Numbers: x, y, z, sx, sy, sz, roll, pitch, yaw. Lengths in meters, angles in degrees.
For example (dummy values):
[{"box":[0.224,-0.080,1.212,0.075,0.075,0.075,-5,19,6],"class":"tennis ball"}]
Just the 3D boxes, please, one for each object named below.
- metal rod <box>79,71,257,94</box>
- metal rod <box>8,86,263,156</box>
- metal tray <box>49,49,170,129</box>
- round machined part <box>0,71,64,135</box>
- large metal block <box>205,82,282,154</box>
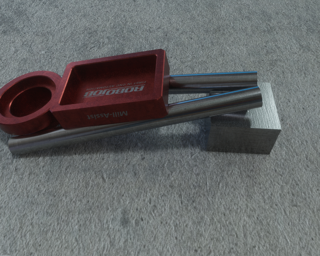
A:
[{"box":[-0.029,-0.056,0.409,0.301,0.025,0.025,0,49,16],"class":"metal rod"},{"box":[-0.034,-0.007,0.368,0.301,0.025,0.025,-11,50,6],"class":"metal rod"},{"box":[-0.056,-0.048,0.374,0.131,0.030,0.090,-6,49,11],"class":"metal tray"},{"box":[-0.165,-0.028,0.408,0.098,0.042,0.098,-6,49,8],"class":"round machined part"},{"box":[0.101,-0.015,0.400,0.080,0.050,0.080,3,50,2],"class":"large metal block"}]
